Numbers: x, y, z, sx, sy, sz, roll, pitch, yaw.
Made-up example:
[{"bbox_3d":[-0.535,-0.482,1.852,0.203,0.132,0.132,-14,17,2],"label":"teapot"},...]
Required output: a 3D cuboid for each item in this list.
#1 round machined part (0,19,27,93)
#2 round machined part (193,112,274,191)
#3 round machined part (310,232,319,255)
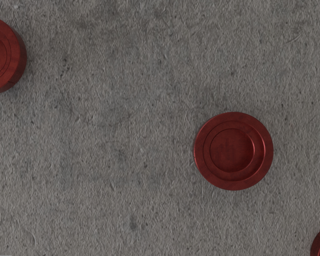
[{"bbox_3d":[-0.220,-0.091,0.400,0.099,0.042,0.097,0,90,0],"label":"round machined part"},{"bbox_3d":[0.091,0.029,0.402,0.099,0.042,0.097,0,90,0],"label":"round machined part"},{"bbox_3d":[0.255,0.175,0.403,0.099,0.042,0.097,0,90,0],"label":"round machined part"}]
